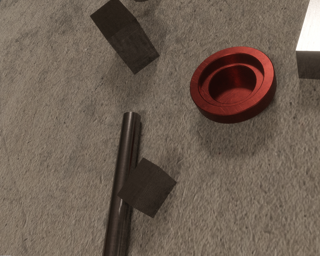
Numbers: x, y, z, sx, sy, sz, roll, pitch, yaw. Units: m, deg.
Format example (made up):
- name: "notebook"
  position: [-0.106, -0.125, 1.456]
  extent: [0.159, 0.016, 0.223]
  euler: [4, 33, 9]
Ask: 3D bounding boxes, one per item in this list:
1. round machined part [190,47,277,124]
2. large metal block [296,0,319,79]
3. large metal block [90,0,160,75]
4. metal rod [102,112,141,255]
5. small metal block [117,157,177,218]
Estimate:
- name: "round machined part"
  position: [0.089, -0.047, 0.374]
  extent: [0.098, 0.042, 0.098]
  euler: [-13, 56, 20]
- name: "large metal block"
  position: [0.204, -0.100, 0.342]
  extent: [0.080, 0.050, 0.080]
  euler: [10, 67, 32]
- name: "large metal block"
  position: [-0.054, -0.144, 0.483]
  extent: [0.050, 0.080, 0.080]
  euler: [-37, 51, 3]
- name: "metal rod"
  position: [-0.049, 0.114, 0.358]
  extent: [0.025, 0.025, 0.299]
  euler: [-9, 58, 23]
- name: "small metal block"
  position: [-0.013, 0.069, 0.352]
  extent: [0.025, 0.050, 0.050]
  euler: [26, 76, 37]
